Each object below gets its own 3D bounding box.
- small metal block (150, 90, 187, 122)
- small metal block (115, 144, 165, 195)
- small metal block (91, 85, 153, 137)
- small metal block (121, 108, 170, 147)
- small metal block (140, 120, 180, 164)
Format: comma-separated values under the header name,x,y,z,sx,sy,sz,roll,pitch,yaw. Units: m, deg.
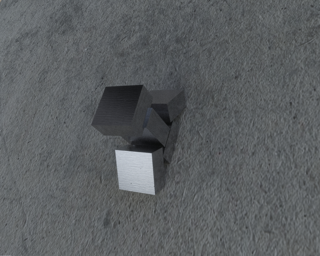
name,x,y,z,sx,sy,sz,roll,pitch,yaw
small metal block,0.000,-0.030,0.407,0.050,0.025,0.050,3,27,29
small metal block,-0.023,0.049,0.370,0.050,0.025,0.050,2,103,29
small metal block,-0.041,-0.019,0.341,0.050,0.025,0.050,1,62,28
small metal block,-0.023,-0.001,0.368,0.050,0.050,0.025,3,63,29
small metal block,-0.007,0.017,0.398,0.050,0.025,0.050,3,63,29
